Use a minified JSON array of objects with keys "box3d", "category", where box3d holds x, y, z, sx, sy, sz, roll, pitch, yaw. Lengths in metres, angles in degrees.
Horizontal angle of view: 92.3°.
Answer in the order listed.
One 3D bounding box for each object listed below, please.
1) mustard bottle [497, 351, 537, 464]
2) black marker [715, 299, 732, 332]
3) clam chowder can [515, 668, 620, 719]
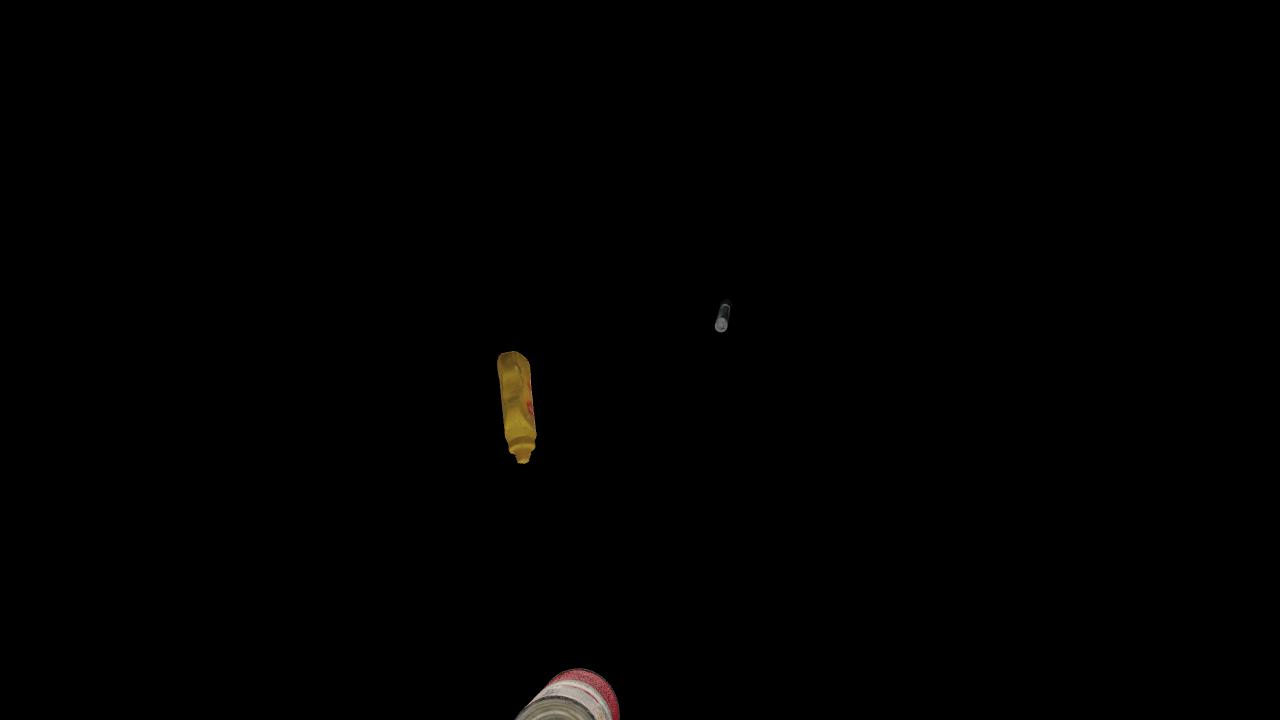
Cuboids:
[{"box3d":[-0.200,0.084,1.008,0.054,0.184,0.092,-8,-31,-7],"category":"mustard bottle"},{"box3d":[0.132,-0.072,0.967,0.020,0.020,0.121,0,22,12],"category":"black marker"},{"box3d":[-0.052,0.266,0.439,0.068,0.068,0.102,0,-18,4],"category":"clam chowder can"}]
